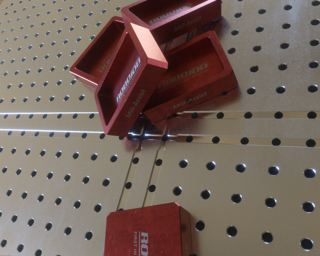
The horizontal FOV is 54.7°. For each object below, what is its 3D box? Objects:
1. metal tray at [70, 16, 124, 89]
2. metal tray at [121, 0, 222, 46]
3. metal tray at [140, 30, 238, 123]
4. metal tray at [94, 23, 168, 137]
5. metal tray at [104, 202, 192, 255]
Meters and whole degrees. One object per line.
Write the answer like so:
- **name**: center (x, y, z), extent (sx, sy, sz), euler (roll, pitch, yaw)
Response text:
- **metal tray**: center (-0.081, -0.125, 0.522), extent (0.090, 0.030, 0.130), euler (27, 76, 37)
- **metal tray**: center (0.017, -0.179, 0.478), extent (0.131, 0.030, 0.090), euler (-29, 50, -15)
- **metal tray**: center (0.031, -0.072, 0.431), extent (0.130, 0.030, 0.090), euler (-23, 53, 13)
- **metal tray**: center (-0.045, -0.062, 0.419), extent (0.129, 0.030, 0.090), euler (-56, 41, 33)
- **metal tray**: center (-0.013, 0.149, 0.319), extent (0.090, 0.030, 0.130), euler (-14, 56, 20)
